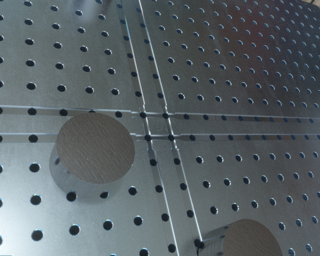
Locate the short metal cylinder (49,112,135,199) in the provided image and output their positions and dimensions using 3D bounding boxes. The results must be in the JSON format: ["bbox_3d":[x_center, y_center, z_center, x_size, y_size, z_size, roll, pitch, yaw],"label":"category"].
[{"bbox_3d":[-0.074,0.030,0.334,0.081,0.050,0.080,14,56,-21],"label":"short metal cylinder"}]

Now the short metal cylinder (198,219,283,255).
[{"bbox_3d":[0.091,0.149,0.350,0.081,0.050,0.080,14,56,-21],"label":"short metal cylinder"}]
